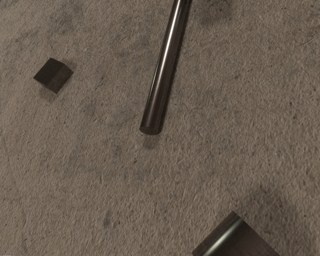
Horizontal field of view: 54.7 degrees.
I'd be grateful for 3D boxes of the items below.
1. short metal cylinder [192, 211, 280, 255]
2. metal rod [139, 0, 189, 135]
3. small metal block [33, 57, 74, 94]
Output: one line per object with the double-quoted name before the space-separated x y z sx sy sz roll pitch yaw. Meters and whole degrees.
"short metal cylinder" 0.073 0.116 0.258 0.050 0.080 0.080 -45 51 -3
"metal rod" 0.016 -0.128 0.472 0.025 0.025 0.300 -1 61 27
"small metal block" -0.193 -0.096 0.561 0.050 0.025 0.050 28 77 37
